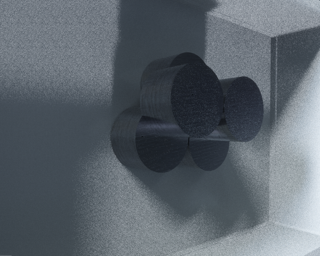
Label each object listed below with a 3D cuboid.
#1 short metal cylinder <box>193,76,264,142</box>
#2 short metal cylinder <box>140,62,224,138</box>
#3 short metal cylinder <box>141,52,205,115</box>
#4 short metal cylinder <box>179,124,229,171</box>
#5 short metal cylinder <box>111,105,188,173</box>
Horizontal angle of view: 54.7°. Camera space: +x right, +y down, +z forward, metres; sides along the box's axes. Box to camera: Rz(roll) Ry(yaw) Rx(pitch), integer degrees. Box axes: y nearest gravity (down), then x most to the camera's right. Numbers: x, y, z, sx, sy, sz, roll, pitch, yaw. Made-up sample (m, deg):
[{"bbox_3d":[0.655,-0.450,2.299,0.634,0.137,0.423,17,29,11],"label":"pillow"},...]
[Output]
[{"bbox_3d":[0.088,-0.023,0.395,0.081,0.050,0.080,0,90,-40],"label":"short metal cylinder"},{"bbox_3d":[0.025,-0.029,0.344,0.081,0.050,0.080,0,90,-40],"label":"short metal cylinder"},{"bbox_3d":[0.023,-0.055,0.407,0.081,0.050,0.080,0,90,-40],"label":"short metal cylinder"},{"bbox_3d":[0.051,0.017,0.431,0.081,0.050,0.080,0,90,-40],"label":"short metal cylinder"},{"bbox_3d":[-0.012,0.012,0.378,0.081,0.050,0.080,0,90,-40],"label":"short metal cylinder"}]
